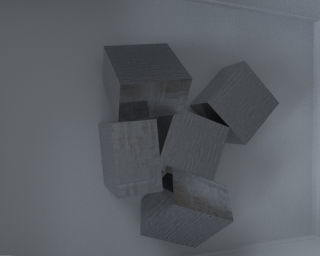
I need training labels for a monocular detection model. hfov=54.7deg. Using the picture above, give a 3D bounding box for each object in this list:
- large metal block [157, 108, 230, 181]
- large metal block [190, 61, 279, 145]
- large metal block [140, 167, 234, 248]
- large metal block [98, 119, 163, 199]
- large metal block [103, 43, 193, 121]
[{"bbox_3d":[0.035,0.024,0.411,0.080,0.050,0.080,20,83,-19],"label":"large metal block"},{"bbox_3d":[0.105,-0.034,0.436,0.080,0.050,0.080,46,76,-15],"label":"large metal block"},{"bbox_3d":[0.030,0.102,0.386,0.080,0.080,0.050,21,41,-21],"label":"large metal block"},{"bbox_3d":[-0.038,0.032,0.367,0.050,0.080,0.079,-6,92,-20],"label":"large metal block"},{"bbox_3d":[-0.019,-0.057,0.367,0.081,0.080,0.050,-8,135,-19],"label":"large metal block"}]
